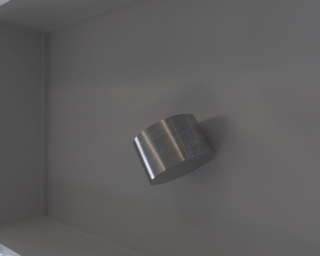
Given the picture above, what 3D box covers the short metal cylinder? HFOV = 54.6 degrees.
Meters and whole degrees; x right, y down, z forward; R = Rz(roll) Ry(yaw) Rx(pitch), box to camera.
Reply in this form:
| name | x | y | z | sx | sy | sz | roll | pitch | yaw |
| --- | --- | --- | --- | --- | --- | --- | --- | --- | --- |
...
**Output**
| name | x | y | z | sx | sy | sz | roll | pitch | yaw |
| --- | --- | --- | --- | --- | --- | --- | --- | --- | --- |
| short metal cylinder | 0.015 | 0.026 | 0.359 | 0.080 | 0.081 | 0.050 | -39 | 66 | 33 |
